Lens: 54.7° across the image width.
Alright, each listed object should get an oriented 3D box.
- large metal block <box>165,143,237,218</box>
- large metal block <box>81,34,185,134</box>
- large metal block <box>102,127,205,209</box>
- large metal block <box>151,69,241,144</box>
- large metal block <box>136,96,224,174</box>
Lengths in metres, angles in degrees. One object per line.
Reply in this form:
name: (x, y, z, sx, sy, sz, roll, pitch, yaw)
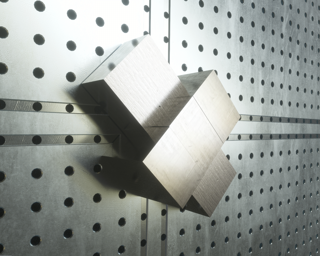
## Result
large metal block: (0.054, 0.065, 0.441, 0.080, 0.050, 0.080, -51, 120, -27)
large metal block: (-0.029, -0.050, 0.367, 0.080, 0.050, 0.080, -52, 121, -26)
large metal block: (-0.008, 0.044, 0.369, 0.050, 0.080, 0.080, -52, 121, -27)
large metal block: (0.047, -0.026, 0.416, 0.050, 0.080, 0.080, -52, 121, -27)
large metal block: (0.019, 0.009, 0.392, 0.050, 0.080, 0.080, -52, 121, -27)
